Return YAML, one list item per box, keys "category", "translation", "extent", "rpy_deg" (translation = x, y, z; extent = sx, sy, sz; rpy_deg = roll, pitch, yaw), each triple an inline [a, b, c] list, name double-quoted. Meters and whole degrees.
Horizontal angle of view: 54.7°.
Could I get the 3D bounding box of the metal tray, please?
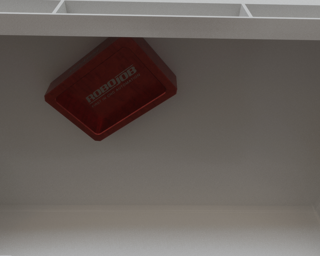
- category: "metal tray"
  translation: [-0.057, -0.047, 0.365]
  extent: [0.130, 0.030, 0.090]
  rpy_deg: [-31, 124, 23]
